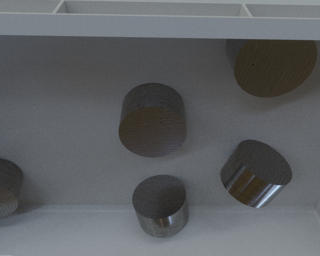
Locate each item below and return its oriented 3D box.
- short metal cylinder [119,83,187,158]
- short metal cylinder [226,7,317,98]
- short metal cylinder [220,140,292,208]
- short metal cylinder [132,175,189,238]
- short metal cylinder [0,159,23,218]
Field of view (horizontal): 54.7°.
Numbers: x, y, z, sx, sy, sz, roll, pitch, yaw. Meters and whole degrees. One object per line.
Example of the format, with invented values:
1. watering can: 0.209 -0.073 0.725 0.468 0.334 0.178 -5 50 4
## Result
1. short metal cylinder: -0.009 -0.009 0.385 0.081 0.050 0.079 0 130 0
2. short metal cylinder: 0.114 -0.079 0.327 0.081 0.050 0.079 0 130 0
3. short metal cylinder: 0.132 0.062 0.428 0.081 0.080 0.050 15 128 -13
4. short metal cylinder: 0.002 0.119 0.474 0.080 0.080 0.050 -7 130 5
5. short metal cylinder: -0.249 0.089 0.457 0.081 0.050 0.079 -7 132 -7
